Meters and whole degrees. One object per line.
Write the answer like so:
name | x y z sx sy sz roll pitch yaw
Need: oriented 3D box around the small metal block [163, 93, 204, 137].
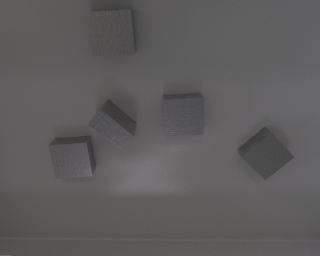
small metal block | 0.030 -0.018 0.405 0.050 0.025 0.050 -3 110 1

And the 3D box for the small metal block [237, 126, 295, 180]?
small metal block | 0.144 0.035 0.425 0.050 0.025 0.050 43 104 -14

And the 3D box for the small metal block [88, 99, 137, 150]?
small metal block | -0.059 -0.006 0.395 0.050 0.050 0.025 41 105 -14

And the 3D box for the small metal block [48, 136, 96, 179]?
small metal block | -0.119 0.040 0.425 0.050 0.025 0.050 -4 110 1

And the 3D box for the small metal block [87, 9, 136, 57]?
small metal block | -0.056 -0.113 0.369 0.050 0.025 0.050 -3 110 1
